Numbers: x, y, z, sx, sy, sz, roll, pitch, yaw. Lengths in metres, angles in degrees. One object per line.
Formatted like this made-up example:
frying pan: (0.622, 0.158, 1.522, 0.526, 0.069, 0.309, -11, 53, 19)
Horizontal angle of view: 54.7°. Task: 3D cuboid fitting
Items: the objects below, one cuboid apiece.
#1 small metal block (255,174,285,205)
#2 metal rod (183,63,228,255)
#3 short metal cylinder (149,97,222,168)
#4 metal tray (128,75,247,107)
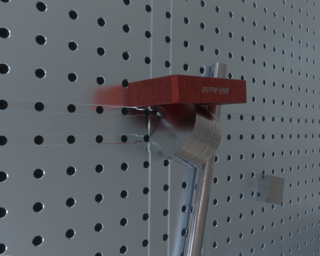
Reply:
small metal block: (0.208, 0.116, 0.584, 0.050, 0.025, 0.050, 17, 80, -39)
metal rod: (0.070, 0.048, 0.467, 0.025, 0.025, 0.299, 16, 80, -39)
short metal cylinder: (0.032, 0.006, 0.400, 0.050, 0.080, 0.080, 27, 73, -37)
metal tray: (0.037, -0.044, 0.396, 0.131, 0.090, 0.030, -4, 93, -40)
